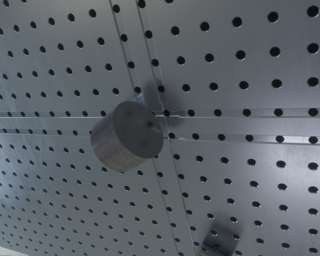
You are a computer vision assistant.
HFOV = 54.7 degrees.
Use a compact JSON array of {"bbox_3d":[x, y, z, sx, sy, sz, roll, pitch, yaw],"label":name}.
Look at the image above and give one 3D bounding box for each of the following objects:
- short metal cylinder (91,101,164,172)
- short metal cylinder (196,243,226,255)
[{"bbox_3d":[-0.042,0.012,0.405,0.050,0.080,0.080,-33,100,38],"label":"short metal cylinder"},{"bbox_3d":[0.072,0.228,0.479,0.050,0.080,0.079,27,128,12],"label":"short metal cylinder"}]
